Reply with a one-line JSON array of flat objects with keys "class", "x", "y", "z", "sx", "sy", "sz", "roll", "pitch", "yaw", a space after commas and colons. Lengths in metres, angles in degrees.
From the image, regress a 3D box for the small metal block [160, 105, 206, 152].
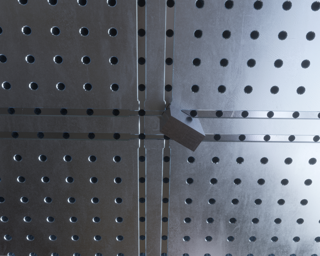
[{"class": "small metal block", "x": 0.028, "y": -0.001, "z": 0.400, "sx": 0.050, "sy": 0.050, "sz": 0.025, "roll": 30, "pitch": 107, "yaw": -11}]
